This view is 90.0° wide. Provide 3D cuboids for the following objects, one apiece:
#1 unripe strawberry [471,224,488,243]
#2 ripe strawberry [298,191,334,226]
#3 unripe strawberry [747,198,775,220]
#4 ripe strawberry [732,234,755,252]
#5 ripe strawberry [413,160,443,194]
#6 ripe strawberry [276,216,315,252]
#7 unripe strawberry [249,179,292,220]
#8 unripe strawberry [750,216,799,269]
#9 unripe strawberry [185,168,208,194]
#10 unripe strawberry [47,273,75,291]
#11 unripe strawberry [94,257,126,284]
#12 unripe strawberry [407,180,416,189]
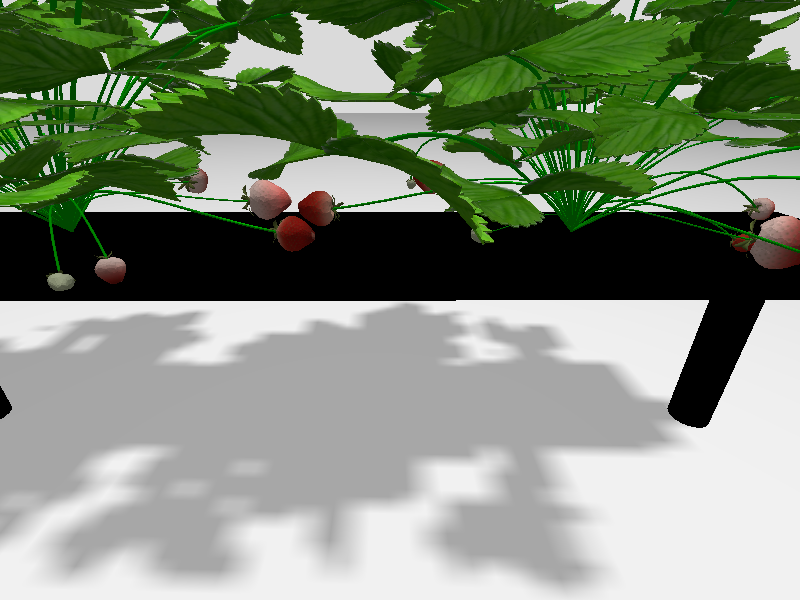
[{"bbox_3d":[0.064,-0.054,0.328,0.014,0.015,0.013,-10,28,-17],"label":"unripe strawberry"},{"bbox_3d":[-0.079,-0.085,0.374,0.033,0.033,0.031,2,27,5],"label":"ripe strawberry"},{"bbox_3d":[0.356,-0.089,0.393,0.022,0.021,0.020,4,25,-15],"label":"unripe strawberry"},{"bbox_3d":[0.265,-0.044,0.308,0.016,0.013,0.016,26,34,16],"label":"ripe strawberry"},{"bbox_3d":[0.037,-0.152,0.494,0.044,0.039,0.040,-19,32,-32],"label":"ripe strawberry"},{"bbox_3d":[-0.080,-0.051,0.311,0.028,0.027,0.026,6,27,11],"label":"ripe strawberry"},{"bbox_3d":[-0.128,-0.099,0.395,0.039,0.038,0.036,-7,28,-15],"label":"unripe strawberry"},{"bbox_3d":[0.268,-0.038,0.276,0.038,0.037,0.035,19,33,32],"label":"unripe strawberry"},{"bbox_3d":[-0.256,-0.153,0.506,0.032,0.034,0.035,6,27,11],"label":"unripe strawberry"},{"bbox_3d":[-0.208,-0.011,0.245,0.013,0.011,0.013,-17,43,-31],"label":"unripe strawberry"},{"bbox_3d":[-0.186,-0.019,0.259,0.017,0.017,0.015,-24,18,-39],"label":"unripe strawberry"},{"bbox_3d":[0.013,-0.138,0.478,0.011,0.011,0.011,24,35,39],"label":"unripe strawberry"}]
